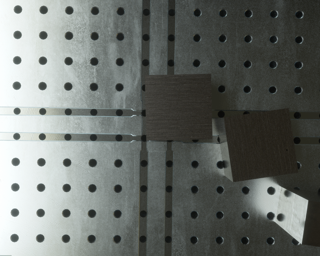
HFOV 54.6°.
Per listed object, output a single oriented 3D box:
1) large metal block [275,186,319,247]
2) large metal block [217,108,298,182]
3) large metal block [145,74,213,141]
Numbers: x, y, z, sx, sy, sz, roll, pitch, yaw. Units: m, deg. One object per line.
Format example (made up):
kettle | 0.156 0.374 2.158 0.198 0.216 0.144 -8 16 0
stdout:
large metal block | 0.202 0.111 0.387 0.080 0.080 0.050 9 90 0
large metal block | 0.123 0.021 0.402 0.080 0.050 0.080 -8 90 0
large metal block | 0.023 -0.025 0.401 0.080 0.050 0.080 -1 90 0
